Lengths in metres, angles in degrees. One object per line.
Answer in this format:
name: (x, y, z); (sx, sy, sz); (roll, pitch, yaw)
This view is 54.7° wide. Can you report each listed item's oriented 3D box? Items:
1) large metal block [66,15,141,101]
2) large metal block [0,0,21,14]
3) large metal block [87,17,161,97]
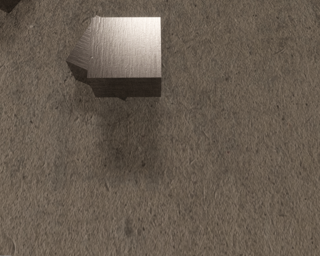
large metal block: (-0.068, -0.096, 0.429); (0.080, 0.050, 0.080); (24, 72, 8)
large metal block: (-0.239, -0.236, 0.462); (0.050, 0.080, 0.080); (26, 72, 9)
large metal block: (-0.039, -0.084, 0.372); (0.081, 0.050, 0.080); (-1, 70, -1)
